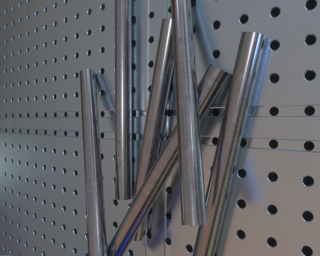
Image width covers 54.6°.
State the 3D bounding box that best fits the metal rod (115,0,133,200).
[{"bbox_3d":[-0.053,-0.047,0.454,0.025,0.025,0.298,0,90,40],"label":"metal rod"}]

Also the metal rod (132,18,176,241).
[{"bbox_3d":[-0.010,0.008,0.418,0.025,0.025,0.298,16,100,39],"label":"metal rod"}]

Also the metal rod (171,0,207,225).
[{"bbox_3d":[0.029,-0.047,0.350,0.025,0.025,0.299,-15,69,39],"label":"metal rod"}]

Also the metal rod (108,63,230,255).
[{"bbox_3d":[-0.001,0.059,0.391,0.025,0.025,0.299,38,107,33],"label":"metal rod"}]

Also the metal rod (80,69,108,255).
[{"bbox_3d":[-0.099,0.046,0.454,0.025,0.025,0.299,-26,62,37],"label":"metal rod"}]

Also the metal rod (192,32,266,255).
[{"bbox_3d":[0.071,0.046,0.350,0.025,0.025,0.298,18,101,38],"label":"metal rod"}]
